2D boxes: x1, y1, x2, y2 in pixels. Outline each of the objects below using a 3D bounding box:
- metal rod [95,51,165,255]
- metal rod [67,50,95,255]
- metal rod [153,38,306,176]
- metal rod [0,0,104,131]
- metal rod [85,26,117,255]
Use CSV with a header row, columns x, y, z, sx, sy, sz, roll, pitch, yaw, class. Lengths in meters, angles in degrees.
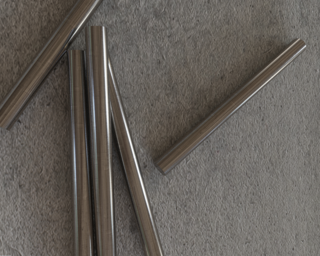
x,y,z,sx,sy,sz,roll,pitch,yaw,class
-0.039,0.045,0.395,0.025,0.025,0.298,-17,96,-20,metal rod
-0.095,0.058,0.374,0.025,0.025,0.298,-2,91,-20,metal rod
0.110,-0.039,0.451,0.301,0.025,0.025,-40,103,-16,metal rod
-0.102,-0.129,0.371,0.025,0.025,0.300,35,79,-17,metal rod
-0.069,0.034,0.369,0.025,0.025,0.298,-4,97,-20,metal rod
